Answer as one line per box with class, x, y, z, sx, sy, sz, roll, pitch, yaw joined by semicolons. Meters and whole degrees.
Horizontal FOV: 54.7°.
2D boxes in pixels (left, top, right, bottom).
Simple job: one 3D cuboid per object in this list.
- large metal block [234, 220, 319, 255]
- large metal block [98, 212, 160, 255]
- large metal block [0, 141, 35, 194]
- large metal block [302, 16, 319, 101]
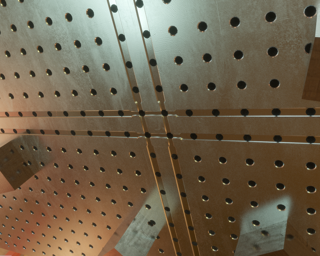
large metal block;0.161;0.183;0.423;0.080;0.050;0.080;48;128;-6
large metal block;-0.057;0.203;0.529;0.050;0.080;0.080;43;129;-2
large metal block;-0.308;0.080;0.603;0.080;0.050;0.080;-17;110;34
large metal block;0.166;-0.056;0.253;0.080;0.080;0.050;11;123;21
